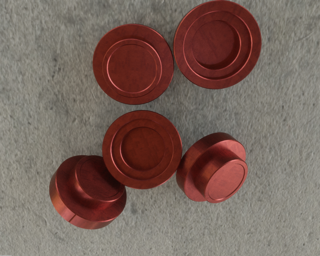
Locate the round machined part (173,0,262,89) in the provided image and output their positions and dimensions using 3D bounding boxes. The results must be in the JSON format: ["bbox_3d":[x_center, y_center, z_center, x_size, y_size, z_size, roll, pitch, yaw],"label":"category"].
[{"bbox_3d":[0.065,-0.098,0.366,0.099,0.042,0.097,0,110,-1],"label":"round machined part"}]

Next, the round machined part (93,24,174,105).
[{"bbox_3d":[-0.032,-0.074,0.373,0.099,0.042,0.097,0,110,-1],"label":"round machined part"}]

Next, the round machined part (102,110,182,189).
[{"bbox_3d":[-0.021,0.027,0.399,0.099,0.042,0.097,0,89,1],"label":"round machined part"}]

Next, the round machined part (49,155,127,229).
[{"bbox_3d":[-0.084,0.074,0.393,0.098,0.098,0.042,35,123,-12],"label":"round machined part"}]

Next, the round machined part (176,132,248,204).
[{"bbox_3d":[0.073,0.058,0.400,0.099,0.042,0.097,-17,127,-24],"label":"round machined part"}]
